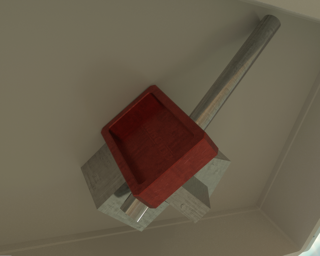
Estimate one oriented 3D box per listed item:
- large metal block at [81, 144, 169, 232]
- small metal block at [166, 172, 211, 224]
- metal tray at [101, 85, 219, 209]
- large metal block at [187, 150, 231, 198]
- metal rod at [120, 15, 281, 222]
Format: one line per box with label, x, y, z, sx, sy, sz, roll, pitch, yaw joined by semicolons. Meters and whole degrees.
large metal block;-0.045;0.074;0.395;0.050;0.080;0.080;-45;130;3
small metal block;0.029;0.073;0.358;0.050;0.050;0.025;39;106;-8
metal tray;-0.008;0.013;0.344;0.090;0.130;0.030;-41;129;1
large metal block;0.038;0.053;0.428;0.050;0.080;0.080;14;111;-35
metal rod;0.056;-0.022;0.367;0.300;0.025;0.025;-52;131;-13
